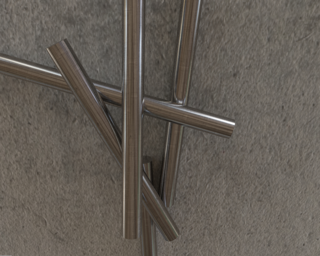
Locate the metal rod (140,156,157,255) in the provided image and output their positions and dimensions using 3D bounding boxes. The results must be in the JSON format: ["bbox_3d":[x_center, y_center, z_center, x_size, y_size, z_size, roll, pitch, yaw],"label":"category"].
[{"bbox_3d":[-0.017,0.183,0.477,0.025,0.025,0.298,-2,110,0],"label":"metal rod"}]

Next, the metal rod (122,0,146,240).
[{"bbox_3d":[-0.031,-0.014,0.353,0.025,0.025,0.298,1,102,-1],"label":"metal rod"}]

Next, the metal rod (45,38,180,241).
[{"bbox_3d":[-0.046,0.032,0.386,0.025,0.025,0.299,-24,114,8],"label":"metal rod"}]

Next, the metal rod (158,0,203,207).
[{"bbox_3d":[0.024,-0.031,0.398,0.025,0.025,0.298,6,110,-3],"label":"metal rod"}]

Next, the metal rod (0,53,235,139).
[{"bbox_3d":[-0.058,-0.040,0.376,0.302,0.025,0.025,16,109,0],"label":"metal rod"}]
